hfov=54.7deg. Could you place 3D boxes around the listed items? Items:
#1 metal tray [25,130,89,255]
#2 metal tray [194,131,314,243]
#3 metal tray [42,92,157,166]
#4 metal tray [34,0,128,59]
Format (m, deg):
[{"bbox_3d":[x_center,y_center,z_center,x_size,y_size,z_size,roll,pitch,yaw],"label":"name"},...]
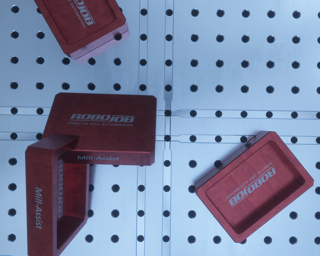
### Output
[{"bbox_3d":[-0.116,0.073,0.362,0.030,0.090,0.129,8,105,10],"label":"metal tray"},{"bbox_3d":[0.122,0.076,0.412,0.130,0.030,0.090,-38,91,-1],"label":"metal tray"},{"bbox_3d":[-0.070,0.000,0.385,0.131,0.030,0.090,2,52,-1],"label":"metal tray"},{"bbox_3d":[-0.112,-0.169,0.409,0.090,0.030,0.130,-29,90,-1],"label":"metal tray"}]
